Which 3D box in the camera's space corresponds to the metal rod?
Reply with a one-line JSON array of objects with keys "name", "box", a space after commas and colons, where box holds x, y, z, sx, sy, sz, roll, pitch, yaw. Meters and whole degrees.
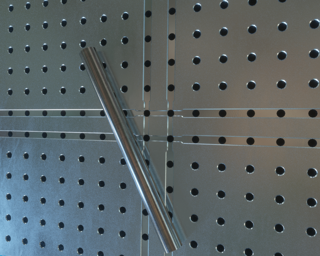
[{"name": "metal rod", "box": [-0.044, 0.024, 0.428, 0.025, 0.025, 0.299, -27, 81, 18]}]
